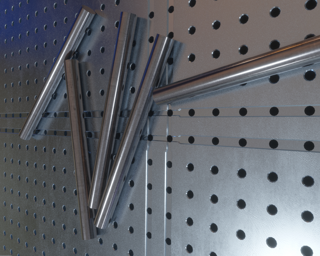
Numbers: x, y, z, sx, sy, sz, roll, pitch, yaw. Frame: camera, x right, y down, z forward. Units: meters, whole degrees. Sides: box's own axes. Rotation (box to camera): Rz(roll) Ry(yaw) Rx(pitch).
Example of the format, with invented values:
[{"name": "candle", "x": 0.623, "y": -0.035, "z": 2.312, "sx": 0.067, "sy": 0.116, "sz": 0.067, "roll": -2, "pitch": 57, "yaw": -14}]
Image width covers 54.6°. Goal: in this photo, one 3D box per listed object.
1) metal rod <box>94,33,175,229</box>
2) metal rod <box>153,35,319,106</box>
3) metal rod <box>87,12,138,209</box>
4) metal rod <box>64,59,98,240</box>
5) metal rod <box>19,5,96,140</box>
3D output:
[{"name": "metal rod", "x": -0.042, "y": 0.016, "z": 0.445, "sx": 0.025, "sy": 0.025, "sz": 0.298, "roll": 32, "pitch": 110, "yaw": 35}, {"name": "metal rod", "x": 0.112, "y": -0.066, "z": 0.316, "sx": 0.299, "sy": 0.025, "sz": 0.025, "roll": -12, "pitch": 82, "yaw": 39}, {"name": "metal rod", "x": -0.074, "y": -0.020, "z": 0.471, "sx": 0.025, "sy": 0.025, "sz": 0.298, "roll": 19, "pitch": 102, "yaw": 38}, {"name": "metal rod", "x": -0.134, "y": 0.032, "z": 0.521, "sx": 0.025, "sy": 0.025, "sz": 0.299, "roll": -13, "pitch": 82, "yaw": 39}, {"name": "metal rod", "x": -0.198, "y": -0.089, "z": 0.574, "sx": 0.299, "sy": 0.025, "sz": 0.025, "roll": -52, "pitch": 60, "yaw": 27}]
